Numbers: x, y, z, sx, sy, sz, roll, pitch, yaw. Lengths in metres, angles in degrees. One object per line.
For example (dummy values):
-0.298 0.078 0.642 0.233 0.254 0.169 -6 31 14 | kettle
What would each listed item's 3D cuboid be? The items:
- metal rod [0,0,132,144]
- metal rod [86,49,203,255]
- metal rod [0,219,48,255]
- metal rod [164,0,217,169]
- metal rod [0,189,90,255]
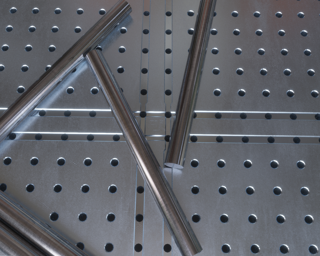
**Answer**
-0.145 -0.078 0.438 0.025 0.025 0.300 36 73 12 | metal rod
-0.029 0.020 0.403 0.025 0.025 0.299 -25 72 -9 | metal rod
-0.156 0.144 0.356 0.301 0.025 0.025 32 73 10 | metal rod
0.050 -0.089 0.444 0.025 0.025 0.299 12 70 4 | metal rod
-0.122 0.136 0.360 0.301 0.025 0.025 32 73 10 | metal rod
